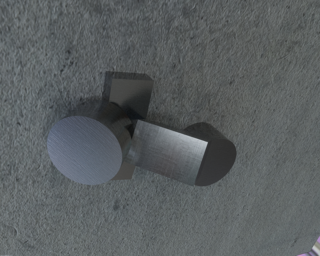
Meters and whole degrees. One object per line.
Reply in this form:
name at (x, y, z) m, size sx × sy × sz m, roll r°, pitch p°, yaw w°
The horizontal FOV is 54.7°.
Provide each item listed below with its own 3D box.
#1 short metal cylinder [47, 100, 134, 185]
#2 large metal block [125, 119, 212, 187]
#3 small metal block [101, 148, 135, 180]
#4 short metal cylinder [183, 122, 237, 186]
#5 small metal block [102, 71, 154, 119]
short metal cylinder at (-0.073, 0.015, 0.339) m, size 0.080 × 0.050 × 0.079 m, roll 4°, pitch 114°, yaw 9°
large metal block at (0.014, 0.027, 0.374) m, size 0.080 × 0.080 × 0.050 m, roll 1°, pitch 107°, yaw -77°
small metal block at (-0.059, 0.040, 0.402) m, size 0.050 × 0.025 × 0.050 m, roll 3°, pitch 117°, yaw -30°
short metal cylinder at (0.063, 0.038, 0.452) m, size 0.081 × 0.050 × 0.079 m, roll -14°, pitch 125°, yaw -21°
small metal block at (-0.039, -0.038, 0.364) m, size 0.050 × 0.025 × 0.050 m, roll -1°, pitch 119°, yaw -28°
